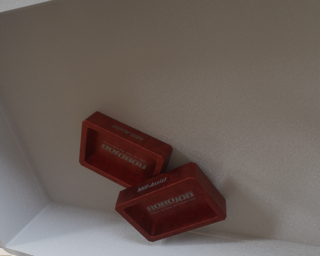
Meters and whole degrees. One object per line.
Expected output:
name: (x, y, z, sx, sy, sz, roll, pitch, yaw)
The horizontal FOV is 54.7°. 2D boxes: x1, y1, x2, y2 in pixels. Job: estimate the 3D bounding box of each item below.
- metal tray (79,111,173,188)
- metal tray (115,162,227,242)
metal tray: (-0.054, 0.041, 0.457, 0.130, 0.030, 0.089, 24, 127, 12)
metal tray: (0.015, 0.108, 0.433, 0.130, 0.030, 0.090, -26, 118, 24)
